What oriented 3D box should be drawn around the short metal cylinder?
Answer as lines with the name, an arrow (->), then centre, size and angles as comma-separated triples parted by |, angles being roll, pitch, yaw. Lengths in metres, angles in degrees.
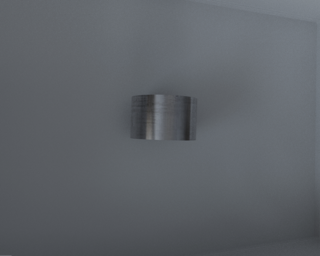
short metal cylinder -> 0.005, -0.011, 0.380 | 0.081, 0.080, 0.050 | 2, 90, -20
